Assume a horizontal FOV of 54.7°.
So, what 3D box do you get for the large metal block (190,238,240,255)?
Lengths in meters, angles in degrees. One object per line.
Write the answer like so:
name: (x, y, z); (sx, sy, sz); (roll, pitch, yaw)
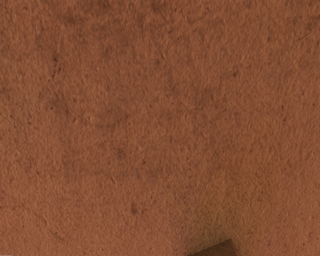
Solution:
large metal block: (0.096, 0.233, 0.484); (0.080, 0.050, 0.080); (-27, 108, 9)
